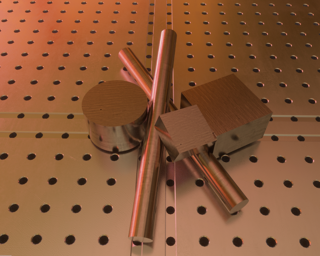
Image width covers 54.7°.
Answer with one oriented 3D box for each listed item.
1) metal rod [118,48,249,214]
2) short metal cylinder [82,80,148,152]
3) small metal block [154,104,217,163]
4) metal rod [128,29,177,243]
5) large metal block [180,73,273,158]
[{"bbox_3d":[0.015,-0.017,0.417,0.025,0.025,0.300,-22,54,-18],"label":"metal rod"},{"bbox_3d":[-0.056,-0.016,0.400,0.081,0.050,0.080,1,50,0],"label":"short metal cylinder"},{"bbox_3d":[0.029,0.006,0.357,0.050,0.025,0.050,-17,67,-24],"label":"small metal block"},{"bbox_3d":[-0.003,-0.014,0.389,0.025,0.025,0.300,5,58,4],"label":"metal rod"},{"bbox_3d":[0.081,-0.016,0.400,0.081,0.050,0.080,-21,53,-17],"label":"large metal block"}]
